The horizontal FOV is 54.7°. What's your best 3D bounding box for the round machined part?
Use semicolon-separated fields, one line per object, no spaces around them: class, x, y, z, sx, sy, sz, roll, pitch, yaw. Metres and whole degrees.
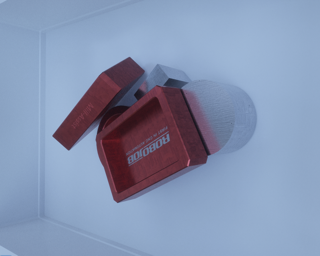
round machined part;-0.040;0.019;0.426;0.098;0.042;0.097;0;90;39

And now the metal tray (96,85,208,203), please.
metal tray;-0.017;0.022;0.351;0.130;0.030;0.090;-35;68;39

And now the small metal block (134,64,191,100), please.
small metal block;0.005;-0.048;0.382;0.050;0.050;0.025;-50;61;27

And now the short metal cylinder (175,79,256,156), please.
short metal cylinder;0.057;-0.010;0.340;0.080;0.050;0.079;0;90;39

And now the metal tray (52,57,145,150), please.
metal tray;-0.084;-0.034;0.427;0.030;0.090;0.129;44;120;-5
